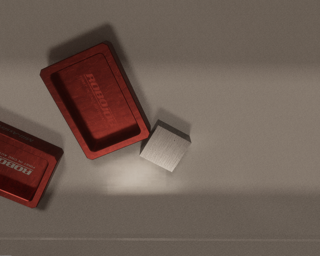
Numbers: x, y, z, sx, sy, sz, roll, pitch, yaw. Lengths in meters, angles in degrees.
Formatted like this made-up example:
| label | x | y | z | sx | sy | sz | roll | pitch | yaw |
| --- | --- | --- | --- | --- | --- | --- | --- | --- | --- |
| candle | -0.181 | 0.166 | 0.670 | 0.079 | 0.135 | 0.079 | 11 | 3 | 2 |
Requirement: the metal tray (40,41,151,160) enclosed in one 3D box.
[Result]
| label | x | y | z | sx | sy | sz | roll | pitch | yaw |
| --- | --- | --- | --- | --- | --- | --- | --- | --- | --- |
| metal tray | -0.078 | -0.033 | 0.395 | 0.090 | 0.030 | 0.129 | -22 | 109 | 7 |

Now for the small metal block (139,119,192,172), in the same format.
| label | x | y | z | sx | sy | sz | roll | pitch | yaw |
| --- | --- | --- | --- | --- | --- | --- | --- | --- | --- |
| small metal block | 0.007 | 0.024 | 0.420 | 0.050 | 0.025 | 0.050 | 28 | 107 | -11 |

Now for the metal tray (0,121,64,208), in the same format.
| label | x | y | z | sx | sy | sz | roll | pitch | yaw |
| --- | --- | --- | --- | --- | --- | --- | --- | --- | --- |
| metal tray | -0.211 | 0.044 | 0.421 | 0.131 | 0.030 | 0.089 | 26 | 108 | -10 |
